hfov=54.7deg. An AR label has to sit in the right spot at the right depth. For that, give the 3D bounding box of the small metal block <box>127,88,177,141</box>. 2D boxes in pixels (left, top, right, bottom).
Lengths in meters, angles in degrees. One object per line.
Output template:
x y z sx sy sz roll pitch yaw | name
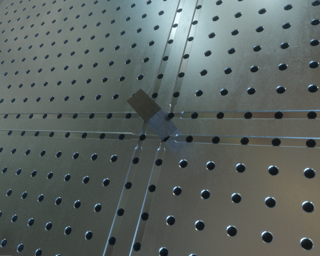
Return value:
-0.010 -0.017 0.407 0.025 0.050 0.050 -43 51 -1 | small metal block
